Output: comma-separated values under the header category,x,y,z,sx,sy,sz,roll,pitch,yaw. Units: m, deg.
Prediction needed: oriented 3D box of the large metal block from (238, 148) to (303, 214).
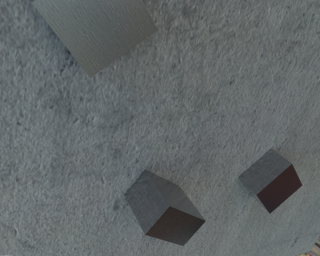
category,x,y,z,sx,sy,sz,roll,pitch,yaw
large metal block,0.202,0.097,0.564,0.080,0.050,0.080,-41,130,0

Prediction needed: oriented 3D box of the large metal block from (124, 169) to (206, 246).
category,x,y,z,sx,sy,sz,roll,pitch,yaw
large metal block,0.006,0.115,0.448,0.080,0.080,0.050,33,100,-39

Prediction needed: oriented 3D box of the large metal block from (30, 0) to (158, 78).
category,x,y,z,sx,sy,sz,roll,pitch,yaw
large metal block,-0.062,-0.109,0.291,0.080,0.050,0.080,-37,130,-4
